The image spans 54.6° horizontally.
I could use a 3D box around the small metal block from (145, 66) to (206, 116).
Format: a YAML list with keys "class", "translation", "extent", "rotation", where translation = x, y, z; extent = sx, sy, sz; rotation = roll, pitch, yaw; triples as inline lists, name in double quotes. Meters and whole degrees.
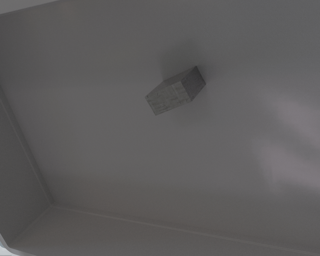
- class: "small metal block"
  translation: [0.018, -0.043, 0.357]
  extent: [0.050, 0.050, 0.025]
  rotation: [-20, 108, 35]
